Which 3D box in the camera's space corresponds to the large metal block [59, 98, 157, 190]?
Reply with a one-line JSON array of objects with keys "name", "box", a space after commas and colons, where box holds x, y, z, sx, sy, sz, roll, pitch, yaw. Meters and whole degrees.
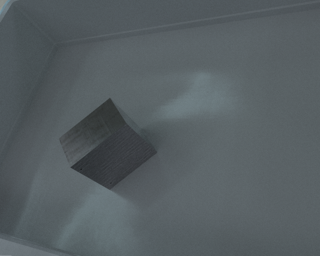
[{"name": "large metal block", "box": [-0.063, 0.022, 0.391, 0.080, 0.080, 0.050, -38, 51, 2]}]
